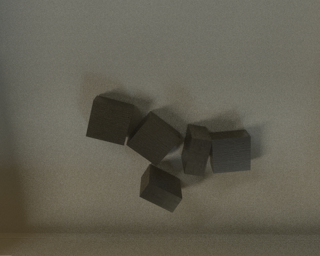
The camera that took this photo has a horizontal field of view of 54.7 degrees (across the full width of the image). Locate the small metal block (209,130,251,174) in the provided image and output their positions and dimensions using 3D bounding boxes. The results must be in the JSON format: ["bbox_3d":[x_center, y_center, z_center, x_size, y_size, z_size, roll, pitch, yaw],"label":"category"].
[{"bbox_3d":[0.095,0.032,0.422,0.050,0.025,0.050,-5,110,1],"label":"small metal block"}]

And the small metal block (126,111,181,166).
[{"bbox_3d":[-0.009,0.014,0.414,0.050,0.025,0.050,37,106,-13],"label":"small metal block"}]

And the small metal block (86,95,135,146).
[{"bbox_3d":[-0.065,-0.010,0.404,0.050,0.025,0.050,14,109,-6],"label":"small metal block"}]

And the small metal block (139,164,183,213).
[{"bbox_3d":[0.001,0.082,0.426,0.050,0.050,0.025,29,108,-11],"label":"small metal block"}]

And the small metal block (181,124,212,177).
[{"bbox_3d":[0.047,0.028,0.407,0.025,0.050,0.050,9,110,-4],"label":"small metal block"}]
